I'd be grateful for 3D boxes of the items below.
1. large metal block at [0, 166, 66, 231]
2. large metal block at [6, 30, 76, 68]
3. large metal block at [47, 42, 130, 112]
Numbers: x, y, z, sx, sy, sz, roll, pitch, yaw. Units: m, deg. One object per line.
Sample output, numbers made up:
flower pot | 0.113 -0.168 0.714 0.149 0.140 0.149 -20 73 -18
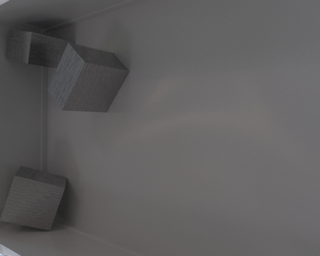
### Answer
large metal block | -0.215 0.120 0.533 0.050 0.081 0.080 -140 70 -72
large metal block | -0.209 -0.136 0.544 0.080 0.081 0.050 18 102 38
large metal block | -0.105 -0.071 0.458 0.050 0.081 0.080 49 119 29
